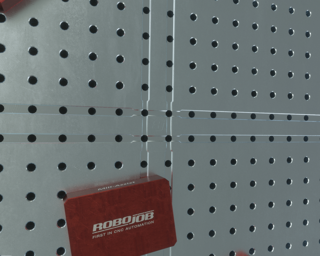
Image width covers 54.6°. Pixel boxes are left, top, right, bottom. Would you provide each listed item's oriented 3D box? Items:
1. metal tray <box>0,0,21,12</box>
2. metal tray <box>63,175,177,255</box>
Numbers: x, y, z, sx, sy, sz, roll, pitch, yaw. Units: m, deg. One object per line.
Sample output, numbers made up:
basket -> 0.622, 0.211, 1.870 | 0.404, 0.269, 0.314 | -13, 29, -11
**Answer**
metal tray -> -0.162, -0.207, 0.349 | 0.130, 0.030, 0.090 | -44, 104, -15
metal tray -> -0.049, 0.117, 0.392 | 0.131, 0.030, 0.090 | -9, 93, -20
